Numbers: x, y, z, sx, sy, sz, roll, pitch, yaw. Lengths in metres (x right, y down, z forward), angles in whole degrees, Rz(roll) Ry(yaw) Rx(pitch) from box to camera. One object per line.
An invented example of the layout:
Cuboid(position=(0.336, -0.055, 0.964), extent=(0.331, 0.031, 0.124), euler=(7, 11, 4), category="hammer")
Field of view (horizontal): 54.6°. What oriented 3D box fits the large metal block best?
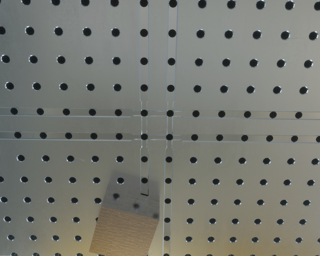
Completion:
Cuboid(position=(-0.051, 0.141, 0.452), extent=(0.080, 0.050, 0.080), euler=(15, 109, -6), category="large metal block")
